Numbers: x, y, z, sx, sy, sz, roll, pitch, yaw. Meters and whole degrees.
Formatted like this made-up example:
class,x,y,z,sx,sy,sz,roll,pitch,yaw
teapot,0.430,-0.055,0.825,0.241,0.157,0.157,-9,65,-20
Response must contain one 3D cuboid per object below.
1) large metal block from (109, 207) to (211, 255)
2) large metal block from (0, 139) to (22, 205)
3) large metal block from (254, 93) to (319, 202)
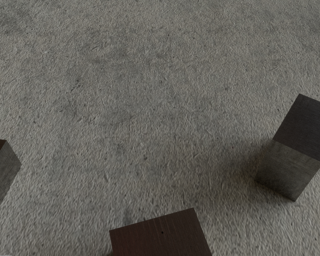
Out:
class,x,y,z,sx,sy,sz,roll,pitch,yaw
large metal block,0.004,0.129,0.279,0.081,0.050,0.080,-12,51,-10
large metal block,-0.216,0.055,0.340,0.080,0.050,0.080,7,50,6
large metal block,0.155,0.022,0.350,0.050,0.080,0.080,28,56,21
